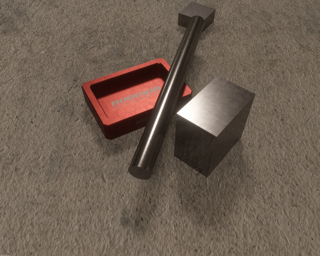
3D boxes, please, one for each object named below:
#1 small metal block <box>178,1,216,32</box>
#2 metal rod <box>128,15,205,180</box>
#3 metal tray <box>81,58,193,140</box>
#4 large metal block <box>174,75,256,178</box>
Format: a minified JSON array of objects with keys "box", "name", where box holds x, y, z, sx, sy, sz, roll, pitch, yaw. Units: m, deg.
[{"box":[0.069,-0.207,0.578,0.050,0.025,0.050,27,55,20],"name":"small metal block"},{"box":[0.020,-0.063,0.416,0.025,0.025,0.300,13,51,10],"name":"metal rod"},{"box":[-0.032,-0.045,0.437,0.131,0.030,0.090,-22,54,-18],"name":"metal tray"},{"box":[0.063,-0.002,0.370,0.050,0.080,0.080,33,57,24],"name":"large metal block"}]
